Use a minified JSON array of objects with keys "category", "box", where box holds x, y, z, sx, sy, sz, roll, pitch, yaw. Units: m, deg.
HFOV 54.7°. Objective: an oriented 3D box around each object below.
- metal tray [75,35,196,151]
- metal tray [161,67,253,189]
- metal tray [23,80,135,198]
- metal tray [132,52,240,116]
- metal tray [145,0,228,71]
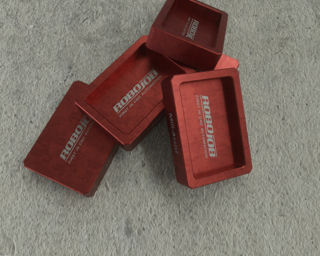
[{"category":"metal tray","box":[-0.028,-0.046,0.391,0.090,0.030,0.130,40,74,13]},{"category":"metal tray","box":[0.057,-0.002,0.372,0.091,0.030,0.129,-11,94,-21]},{"category":"metal tray","box":[-0.099,0.012,0.400,0.090,0.030,0.130,23,71,8]},{"category":"metal tray","box":[0.033,-0.077,0.435,0.130,0.030,0.090,26,72,8]},{"category":"metal tray","box":[0.041,-0.135,0.420,0.090,0.030,0.130,22,44,-3]}]
